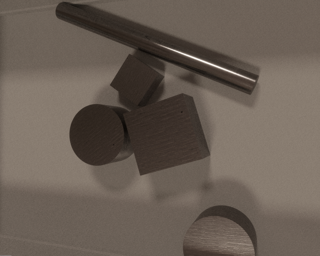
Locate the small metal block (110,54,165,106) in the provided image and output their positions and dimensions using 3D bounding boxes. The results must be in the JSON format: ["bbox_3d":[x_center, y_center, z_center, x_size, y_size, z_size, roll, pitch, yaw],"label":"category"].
[{"bbox_3d":[-0.031,-0.064,0.420,0.050,0.025,0.050,37,102,16],"label":"small metal block"}]

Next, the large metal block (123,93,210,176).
[{"bbox_3d":[0.010,0.009,0.393,0.080,0.050,0.080,-18,84,18],"label":"large metal block"}]

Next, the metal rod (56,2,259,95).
[{"bbox_3d":[-0.016,-0.112,0.415,0.301,0.025,0.025,25,98,17],"label":"metal rod"}]

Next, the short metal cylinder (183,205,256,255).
[{"bbox_3d":[0.073,0.139,0.371,0.080,0.050,0.079,0,90,19],"label":"short metal cylinder"}]

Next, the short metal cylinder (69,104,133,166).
[{"bbox_3d":[-0.074,0.009,0.422,0.080,0.050,0.079,0,90,19],"label":"short metal cylinder"}]
